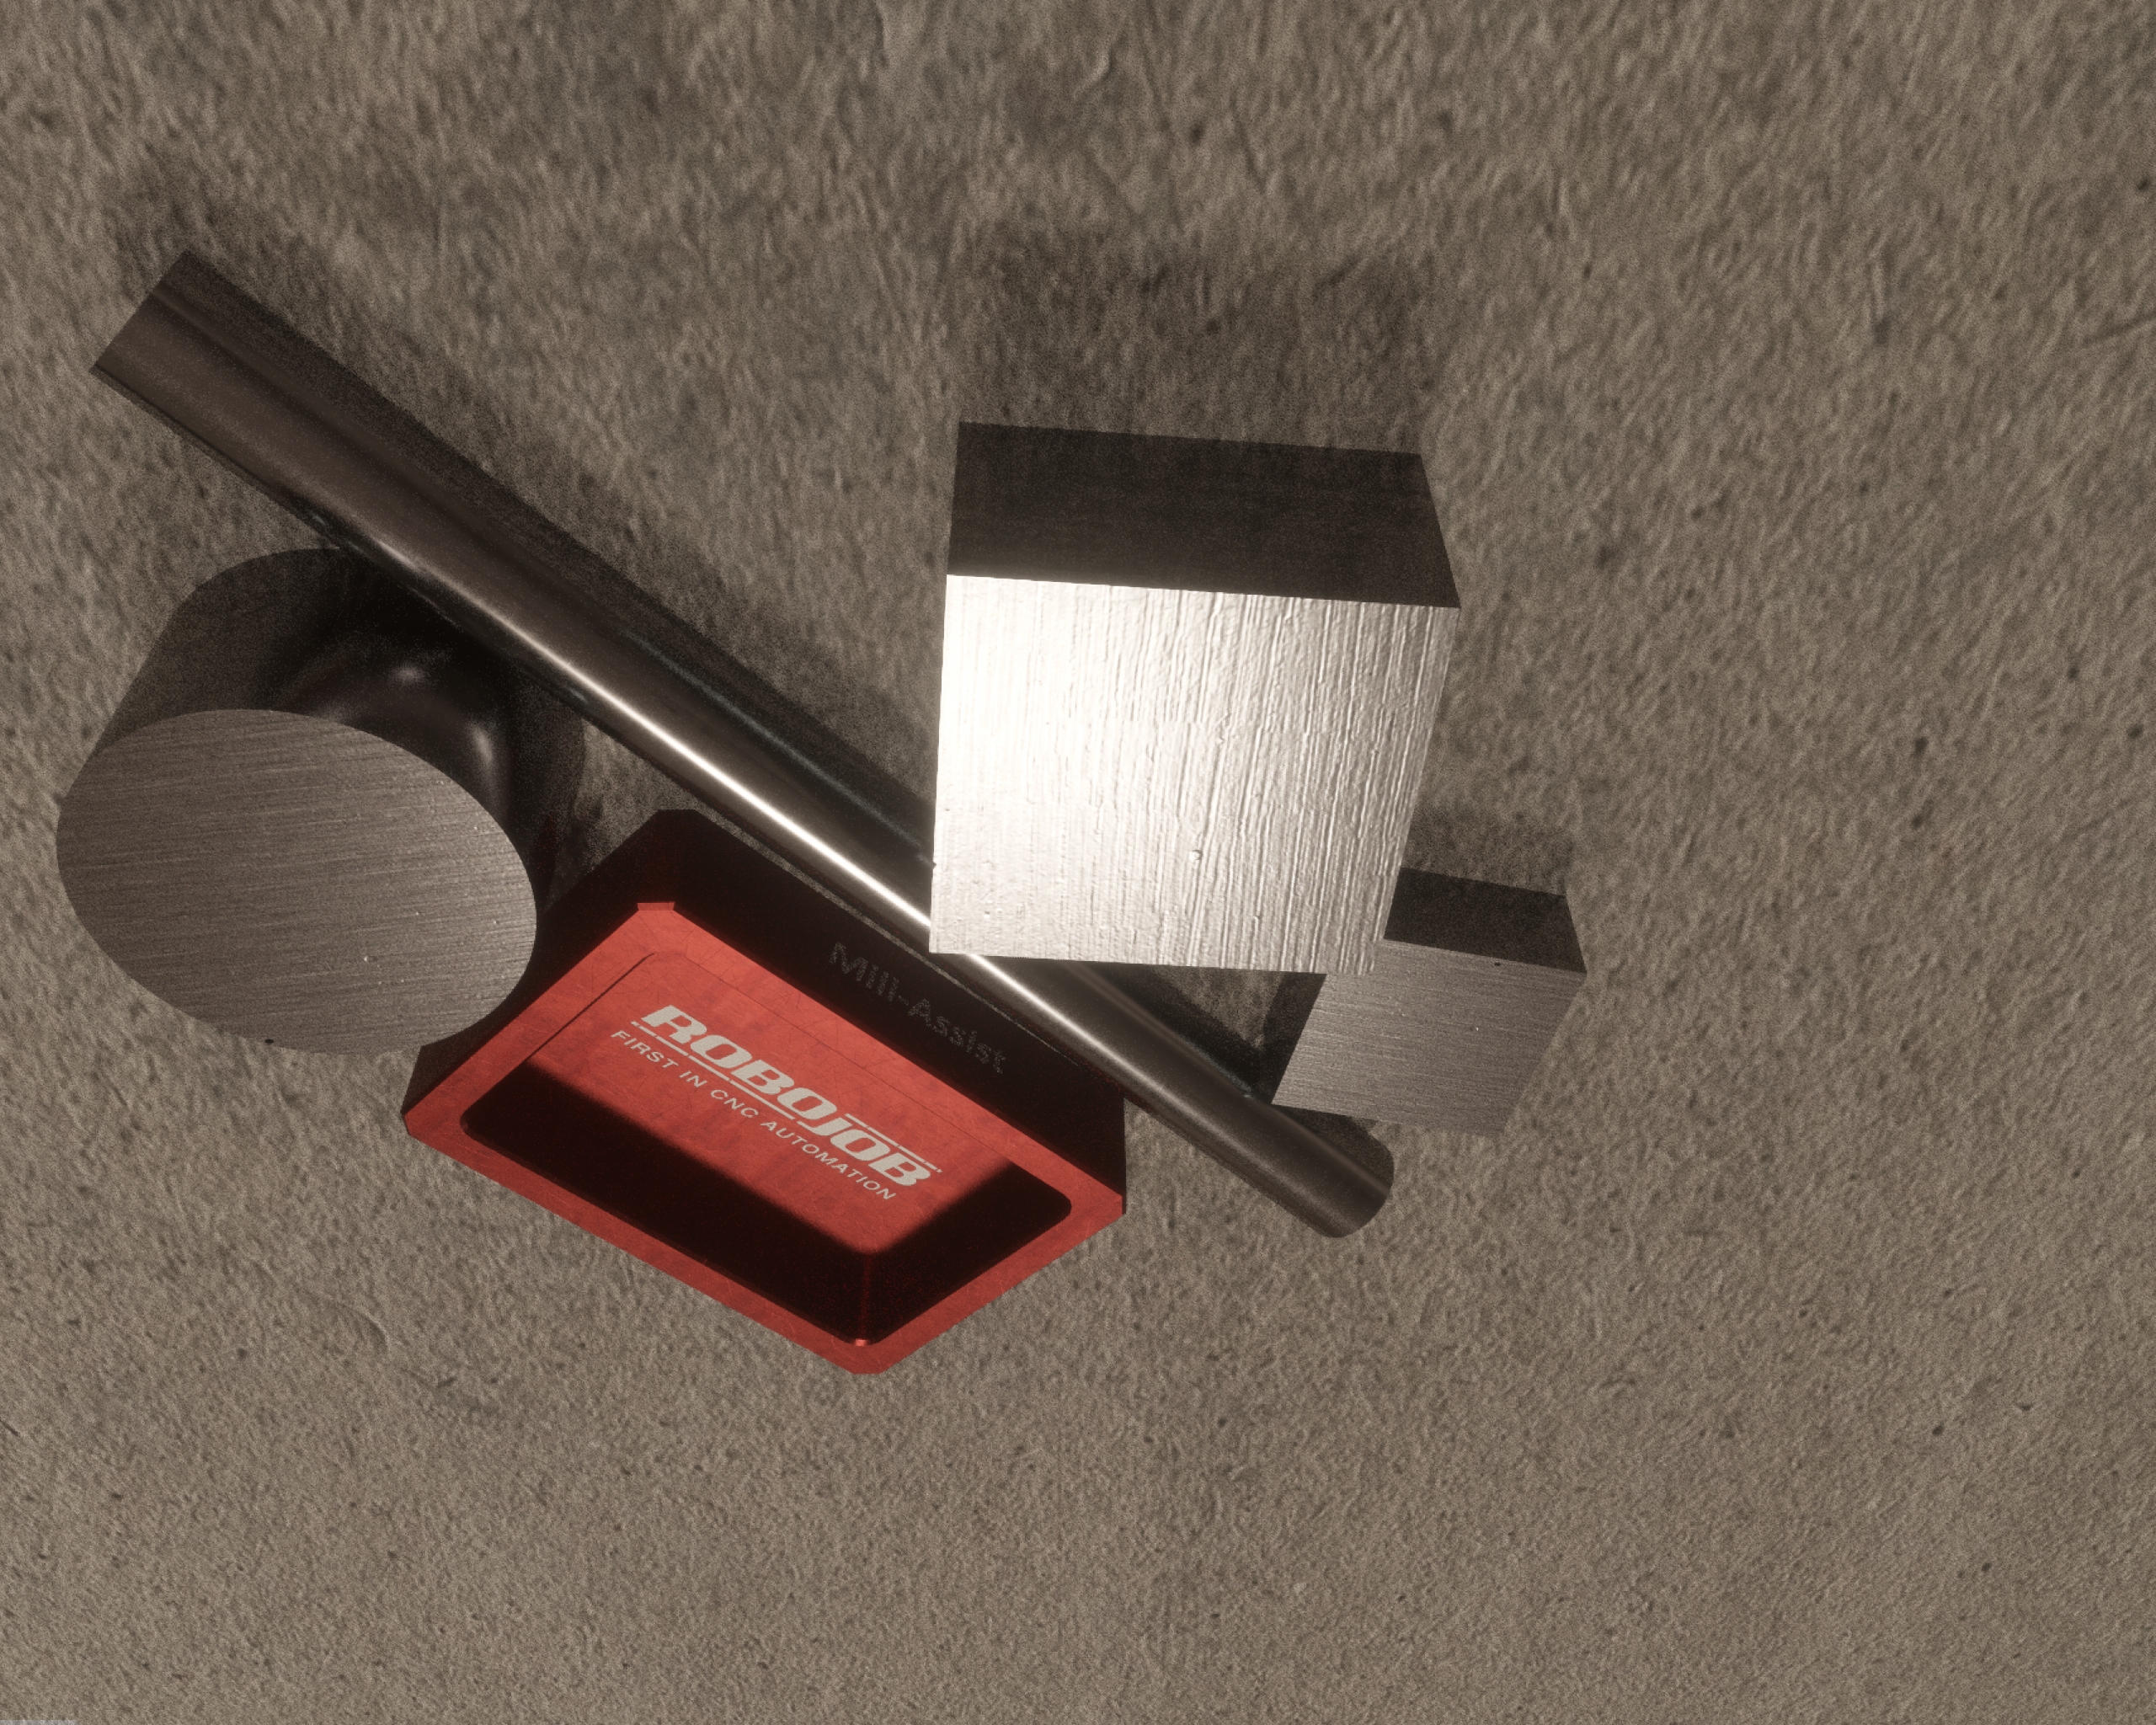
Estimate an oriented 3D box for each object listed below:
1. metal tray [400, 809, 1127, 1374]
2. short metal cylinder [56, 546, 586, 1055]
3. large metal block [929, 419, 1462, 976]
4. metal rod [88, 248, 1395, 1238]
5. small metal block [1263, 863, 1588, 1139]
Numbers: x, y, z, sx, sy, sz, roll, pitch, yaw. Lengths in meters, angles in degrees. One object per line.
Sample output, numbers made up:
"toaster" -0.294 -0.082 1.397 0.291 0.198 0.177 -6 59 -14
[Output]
"metal tray" -0.064 0.054 0.451 0.130 0.030 0.090 36 121 -27
"short metal cylinder" -0.135 -0.011 0.381 0.081 0.050 0.079 0 130 0
"large metal block" 0.017 -0.028 0.369 0.081 0.050 0.079 3 130 -3
"metal rod" -0.044 -0.007 0.401 0.025 0.025 0.301 -37 122 27
"small metal block" 0.071 0.028 0.434 0.050 0.025 0.050 10 130 -9
